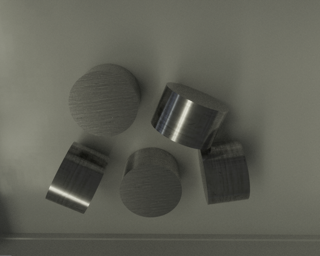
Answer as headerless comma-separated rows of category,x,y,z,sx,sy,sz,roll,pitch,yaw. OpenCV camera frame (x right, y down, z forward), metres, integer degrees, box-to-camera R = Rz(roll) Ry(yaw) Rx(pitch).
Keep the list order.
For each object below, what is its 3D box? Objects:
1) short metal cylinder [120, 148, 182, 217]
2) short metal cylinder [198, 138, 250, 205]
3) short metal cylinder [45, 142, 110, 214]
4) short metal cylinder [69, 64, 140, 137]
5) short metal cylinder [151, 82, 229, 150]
short metal cylinder,-0.012,0.074,0.423,0.081,0.050,0.079,0,110,-1
short metal cylinder,0.080,0.056,0.402,0.050,0.080,0.079,-8,110,3
short metal cylinder,-0.105,0.064,0.402,0.050,0.080,0.080,26,108,-10
short metal cylinder,-0.066,-0.035,0.382,0.081,0.050,0.079,0,110,-1
short metal cylinder,0.036,-0.016,0.376,0.080,0.080,0.050,20,109,-8
